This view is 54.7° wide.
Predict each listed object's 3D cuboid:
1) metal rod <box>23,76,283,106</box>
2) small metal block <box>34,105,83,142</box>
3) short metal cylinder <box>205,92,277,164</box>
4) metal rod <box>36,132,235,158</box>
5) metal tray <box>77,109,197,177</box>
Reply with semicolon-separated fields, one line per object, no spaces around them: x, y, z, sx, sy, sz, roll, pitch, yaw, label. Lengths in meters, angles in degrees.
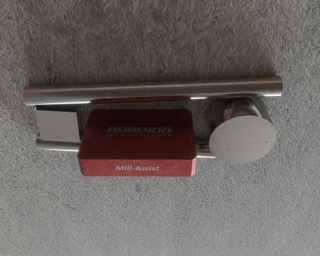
-0.009;-0.044;0.371;0.302;0.025;0.025;-2;130;1;metal rod
-0.129;-0.009;0.400;0.050;0.025;0.050;3;130;-3;small metal block
0.099;0.000;0.393;0.081;0.050;0.079;0;130;0;short metal cylinder
-0.014;0.025;0.430;0.302;0.025;0.025;3;130;-3;metal rod
-0.025;0.016;0.377;0.131;0.090;0.030;0;130;0;metal tray
